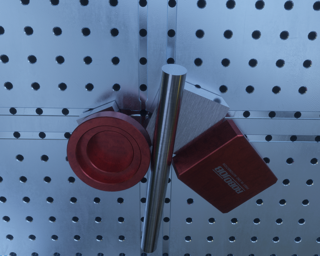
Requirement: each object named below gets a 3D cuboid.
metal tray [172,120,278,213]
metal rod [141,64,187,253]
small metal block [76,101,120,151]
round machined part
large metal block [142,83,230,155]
[{"bbox_3d":[0.087,0.056,0.401,0.090,0.030,0.130,-36,131,13],"label":"metal tray"},{"bbox_3d":[-0.001,0.062,0.390,0.025,0.025,0.298,6,126,-2],"label":"metal rod"},{"bbox_3d":[-0.074,-0.001,0.409,0.050,0.025,0.050,-21,109,7],"label":"small metal block"},{"bbox_3d":[-0.059,0.025,0.380,0.099,0.042,0.097,1,111,2],"label":"round machined part"},{"bbox_3d":[0.029,-0.012,0.392,0.080,0.050,0.079,22,109,-8],"label":"large metal block"}]
